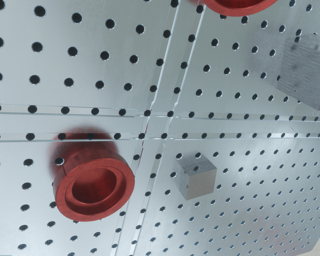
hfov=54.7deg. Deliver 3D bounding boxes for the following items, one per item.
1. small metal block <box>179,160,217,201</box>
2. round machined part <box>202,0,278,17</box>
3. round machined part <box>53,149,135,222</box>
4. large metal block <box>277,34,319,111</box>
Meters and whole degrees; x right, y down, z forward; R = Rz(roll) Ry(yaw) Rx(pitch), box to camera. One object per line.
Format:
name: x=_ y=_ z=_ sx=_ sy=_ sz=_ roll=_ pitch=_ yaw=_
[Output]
small metal block: x=0.060 y=0.083 z=0.495 sx=0.050 sy=0.025 sz=0.050 roll=-11 pitch=123 yaw=-23
round machined part: x=0.086 y=-0.169 z=0.322 sx=0.099 sy=0.042 sz=0.098 roll=0 pitch=149 yaw=0
round machined part: x=-0.086 y=0.068 z=0.395 sx=0.099 sy=0.042 sz=0.097 roll=-14 pitch=124 yaw=-21
large metal block: x=0.223 y=-0.083 z=0.446 sx=0.050 sy=0.080 sz=0.079 roll=-17 pitch=125 yaw=-19
